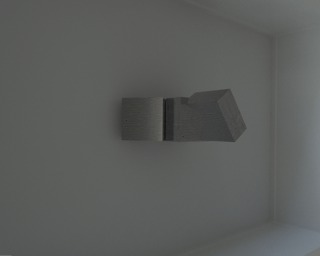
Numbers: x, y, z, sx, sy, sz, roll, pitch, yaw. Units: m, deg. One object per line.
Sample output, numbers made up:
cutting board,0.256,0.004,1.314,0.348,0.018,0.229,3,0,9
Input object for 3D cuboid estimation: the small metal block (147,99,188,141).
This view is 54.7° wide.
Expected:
small metal block,0.009,-0.009,0.395,0.025,0.050,0.050,1,89,-40

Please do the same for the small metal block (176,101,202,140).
small metal block,0.038,-0.009,0.417,0.025,0.050,0.050,1,90,-6

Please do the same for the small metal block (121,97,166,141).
small metal block,-0.017,-0.010,0.370,0.025,0.050,0.050,2,89,-74

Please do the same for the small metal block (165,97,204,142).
small metal block,0.034,-0.009,0.366,0.050,0.025,0.050,1,89,-40

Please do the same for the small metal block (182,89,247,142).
small metal block,0.059,-0.013,0.339,0.025,0.050,0.050,-42,116,-31
